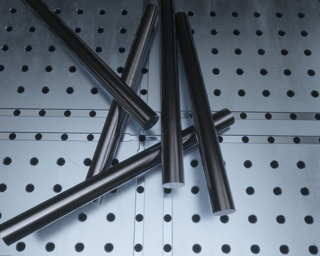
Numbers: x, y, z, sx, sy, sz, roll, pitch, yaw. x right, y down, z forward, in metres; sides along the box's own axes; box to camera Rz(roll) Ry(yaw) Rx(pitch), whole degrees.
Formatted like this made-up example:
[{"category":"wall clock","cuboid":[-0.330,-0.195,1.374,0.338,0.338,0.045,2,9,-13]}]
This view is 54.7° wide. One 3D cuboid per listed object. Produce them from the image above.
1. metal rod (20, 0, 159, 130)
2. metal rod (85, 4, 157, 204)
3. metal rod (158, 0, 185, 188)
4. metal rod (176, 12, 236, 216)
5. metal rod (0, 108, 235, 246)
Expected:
[{"category":"metal rod","cuboid":[-0.109,-0.106,0.431,0.025,0.025,0.300,-40,69,-13]},{"category":"metal rod","cuboid":[-0.049,-0.046,0.428,0.025,0.025,0.299,14,70,5]},{"category":"metal rod","cuboid":[0.012,-0.070,0.408,0.025,0.025,0.299,-1,64,-1]},{"category":"metal rod","cuboid":[0.049,-0.039,0.400,0.025,0.025,0.299,-7,60,-3]},{"category":"metal rod","cuboid":[-0.036,0.049,0.373,0.302,0.025,0.025,-27,72,-18]}]
